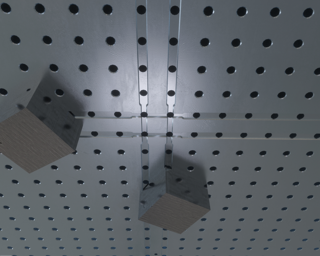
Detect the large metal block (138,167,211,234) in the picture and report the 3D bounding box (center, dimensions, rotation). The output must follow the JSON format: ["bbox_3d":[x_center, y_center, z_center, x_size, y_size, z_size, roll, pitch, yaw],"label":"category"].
[{"bbox_3d":[0.021,0.118,0.495,0.080,0.050,0.080,25,126,-20],"label":"large metal block"}]

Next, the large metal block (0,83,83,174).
[{"bbox_3d":[-0.161,0.003,0.396,0.080,0.050,0.080,-25,126,20],"label":"large metal block"}]
